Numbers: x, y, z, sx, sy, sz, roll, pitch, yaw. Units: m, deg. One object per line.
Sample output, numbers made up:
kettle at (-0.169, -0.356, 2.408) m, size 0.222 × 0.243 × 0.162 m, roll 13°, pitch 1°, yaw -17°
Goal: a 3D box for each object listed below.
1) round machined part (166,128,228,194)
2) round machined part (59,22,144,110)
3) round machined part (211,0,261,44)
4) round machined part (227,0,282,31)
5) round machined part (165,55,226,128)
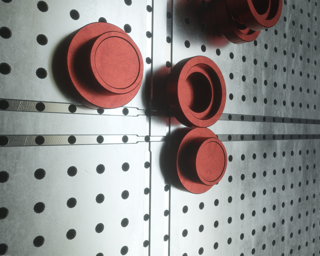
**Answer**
round machined part at (0.060, 0.046, 0.447) m, size 0.099 × 0.042 × 0.097 m, roll 0°, pitch 90°, yaw -40°
round machined part at (-0.058, -0.070, 0.349) m, size 0.099 × 0.042 × 0.097 m, roll 0°, pitch 90°, yaw -40°
round machined part at (0.119, -0.183, 0.496) m, size 0.099 × 0.042 × 0.097 m, roll 0°, pitch 90°, yaw -40°
round machined part at (0.135, -0.192, 0.455) m, size 0.099 × 0.042 × 0.097 m, roll 0°, pitch 90°, yaw -40°
round machined part at (0.046, -0.049, 0.435) m, size 0.099 × 0.042 × 0.097 m, roll 0°, pitch 90°, yaw -40°
